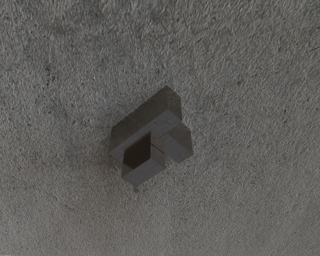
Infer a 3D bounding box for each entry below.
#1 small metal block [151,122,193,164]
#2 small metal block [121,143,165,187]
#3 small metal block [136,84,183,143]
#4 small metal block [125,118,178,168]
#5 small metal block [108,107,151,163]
[{"bbox_3d":[0.016,0.010,0.401,0.025,0.050,0.050,-35,122,26],"label":"small metal block"},{"bbox_3d":[-0.021,0.039,0.392,0.050,0.050,0.025,-36,122,26],"label":"small metal block"},{"bbox_3d":[-0.001,-0.017,0.377,0.050,0.050,0.025,-36,122,26],"label":"small metal block"},{"bbox_3d":[-0.012,0.022,0.427,0.050,0.025,0.050,-35,122,25],"label":"small metal block"},{"bbox_3d":[-0.038,0.009,0.399,0.050,0.050,0.025,-36,122,26],"label":"small metal block"}]
